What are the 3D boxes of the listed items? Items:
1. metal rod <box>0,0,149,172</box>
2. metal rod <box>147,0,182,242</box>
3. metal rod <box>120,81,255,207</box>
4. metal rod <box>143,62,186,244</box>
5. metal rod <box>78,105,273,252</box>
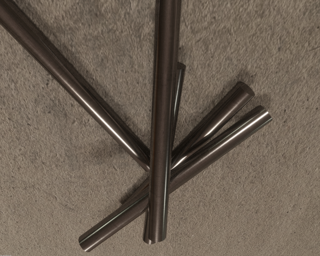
[{"bbox_3d":[-0.092,-0.042,0.369,0.025,0.025,0.300,-26,126,20],"label":"metal rod"},{"bbox_3d":[0.002,0.004,0.352,0.025,0.025,0.298,2,112,-2],"label":"metal rod"},{"bbox_3d":[0.022,0.049,0.449,0.025,0.025,0.298,26,125,-21],"label":"metal rod"},{"bbox_3d":[0.000,0.054,0.427,0.025,0.025,0.298,5,122,-5],"label":"metal rod"},{"bbox_3d":[0.016,0.070,0.410,0.300,0.025,0.025,-37,123,6],"label":"metal rod"}]
